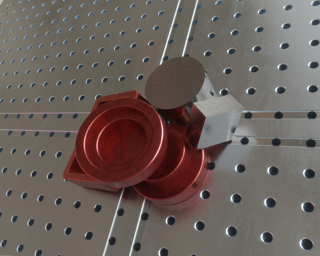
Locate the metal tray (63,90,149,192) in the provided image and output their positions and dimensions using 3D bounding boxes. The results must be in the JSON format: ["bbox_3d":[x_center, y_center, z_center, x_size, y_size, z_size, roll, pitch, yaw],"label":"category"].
[{"bbox_3d":[-0.071,0.015,0.417,0.090,0.030,0.130,-4,59,43],"label":"metal tray"}]

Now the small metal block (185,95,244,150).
[{"bbox_3d":[0.061,-0.006,0.351,0.050,0.050,0.025,-14,47,-24],"label":"small metal block"}]

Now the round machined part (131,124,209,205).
[{"bbox_3d":[0.005,0.038,0.369,0.098,0.042,0.098,-13,56,20],"label":"round machined part"}]

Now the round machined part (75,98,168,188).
[{"bbox_3d":[-0.039,0.019,0.344,0.098,0.042,0.098,-6,62,13],"label":"round machined part"}]

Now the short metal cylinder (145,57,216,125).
[{"bbox_3d":[0.028,-0.046,0.404,0.080,0.050,0.080,-13,56,20],"label":"short metal cylinder"}]
